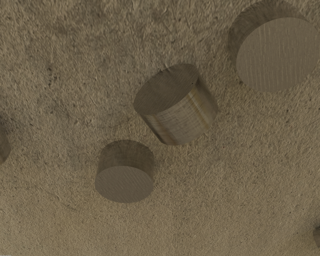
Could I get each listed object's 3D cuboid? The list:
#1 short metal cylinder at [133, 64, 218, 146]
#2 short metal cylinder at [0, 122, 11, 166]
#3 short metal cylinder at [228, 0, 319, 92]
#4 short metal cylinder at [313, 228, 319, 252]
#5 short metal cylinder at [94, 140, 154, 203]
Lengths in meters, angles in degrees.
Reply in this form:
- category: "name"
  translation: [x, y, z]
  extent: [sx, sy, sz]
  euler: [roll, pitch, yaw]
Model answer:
- category: "short metal cylinder"
  translation: [0.018, -0.027, 0.348]
  extent: [0.080, 0.080, 0.050]
  euler: [-24, 126, 19]
- category: "short metal cylinder"
  translation: [-0.236, 0.017, 0.383]
  extent: [0.080, 0.080, 0.050]
  euler: [-1, 130, 0]
- category: "short metal cylinder"
  translation: [0.115, -0.084, 0.320]
  extent: [0.081, 0.050, 0.079]
  euler: [0, 130, 0]
- category: "short metal cylinder"
  translation: [0.322, 0.212, 0.554]
  extent: [0.080, 0.080, 0.050]
  euler: [37, 121, -27]
- category: "short metal cylinder"
  translation: [-0.049, 0.063, 0.444]
  extent: [0.081, 0.050, 0.079]
  euler: [0, 130, 0]
